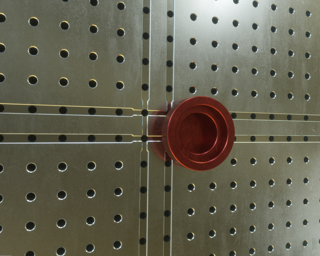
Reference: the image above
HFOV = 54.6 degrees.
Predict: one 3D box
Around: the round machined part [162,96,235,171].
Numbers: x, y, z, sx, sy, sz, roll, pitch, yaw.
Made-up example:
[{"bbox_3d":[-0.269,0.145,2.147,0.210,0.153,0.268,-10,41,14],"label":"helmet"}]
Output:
[{"bbox_3d":[0.048,0.007,0.421,0.099,0.042,0.097,0,90,-20],"label":"round machined part"}]
